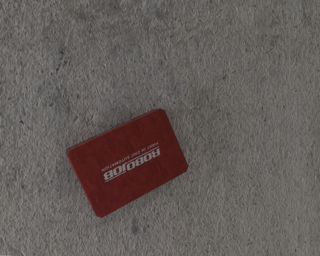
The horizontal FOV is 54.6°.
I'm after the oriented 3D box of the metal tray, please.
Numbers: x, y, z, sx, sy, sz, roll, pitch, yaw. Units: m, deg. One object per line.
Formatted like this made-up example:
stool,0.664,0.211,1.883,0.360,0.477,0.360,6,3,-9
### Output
metal tray,-0.039,0.041,0.392,0.131,0.030,0.090,-26,99,-18
